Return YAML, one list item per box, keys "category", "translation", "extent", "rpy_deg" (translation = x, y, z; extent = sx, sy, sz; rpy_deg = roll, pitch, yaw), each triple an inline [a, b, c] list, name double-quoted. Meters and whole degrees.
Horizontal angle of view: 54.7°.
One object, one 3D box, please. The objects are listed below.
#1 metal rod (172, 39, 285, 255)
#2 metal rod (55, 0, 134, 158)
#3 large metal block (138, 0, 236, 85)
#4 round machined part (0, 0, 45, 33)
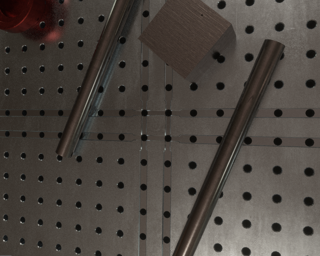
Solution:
- category: "metal rod"
  translation: [0.080, 0.038, 0.383]
  extent: [0.025, 0.025, 0.298]
  rpy_deg: [24, 98, 18]
- category: "metal rod"
  translation: [-0.084, -0.097, 0.440]
  extent: [0.025, 0.025, 0.298]
  rpy_deg: [26, 98, 18]
- category: "large metal block"
  translation: [0.035, -0.113, 0.387]
  extent: [0.080, 0.050, 0.080]
  rpy_deg: [44, 103, 14]
- category: "round machined part"
  translation: [-0.220, -0.195, 0.479]
  extent: [0.098, 0.042, 0.097]
  rpy_deg: [0, 90, 19]
